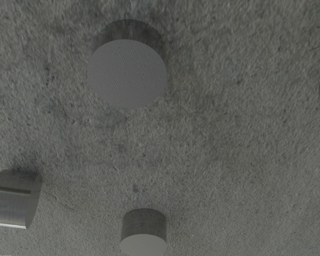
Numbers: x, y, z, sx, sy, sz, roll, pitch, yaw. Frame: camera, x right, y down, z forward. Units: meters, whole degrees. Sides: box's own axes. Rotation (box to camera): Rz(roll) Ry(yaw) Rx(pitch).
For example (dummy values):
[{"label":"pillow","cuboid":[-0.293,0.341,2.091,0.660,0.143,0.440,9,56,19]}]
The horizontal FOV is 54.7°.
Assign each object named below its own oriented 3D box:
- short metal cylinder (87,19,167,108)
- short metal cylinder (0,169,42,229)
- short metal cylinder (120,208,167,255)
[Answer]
[{"label":"short metal cylinder","cuboid":[-0.033,-0.068,0.332,0.081,0.050,0.079,0,130,0]},{"label":"short metal cylinder","cuboid":[-0.212,0.104,0.457,0.050,0.080,0.079,10,129,-9]},{"label":"short metal cylinder","cuboid":[-0.028,0.187,0.550,0.081,0.050,0.079,0,130,0]}]
